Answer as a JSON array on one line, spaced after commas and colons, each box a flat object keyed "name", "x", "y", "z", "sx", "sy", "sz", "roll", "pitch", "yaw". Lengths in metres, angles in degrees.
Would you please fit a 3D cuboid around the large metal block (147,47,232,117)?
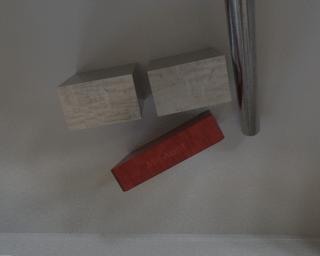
[{"name": "large metal block", "x": 0.031, "y": -0.057, "z": 0.361, "sx": 0.080, "sy": 0.080, "sz": 0.050, "roll": -12, "pitch": 110, "yaw": 4}]

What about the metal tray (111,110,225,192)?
[{"name": "metal tray", "x": 0.012, "y": 0.024, "z": 0.383, "sx": 0.130, "sy": 0.090, "sz": 0.030, "roll": -29, "pitch": 93, "yaw": 10}]

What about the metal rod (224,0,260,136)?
[{"name": "metal rod", "x": 0.080, "y": -0.081, "z": 0.298, "sx": 0.025, "sy": 0.025, "sz": 0.299, "roll": -19, "pitch": 143, "yaw": 6}]

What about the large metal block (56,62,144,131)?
[{"name": "large metal block", "x": -0.064, "y": -0.040, "z": 0.366, "sx": 0.080, "sy": 0.080, "sz": 0.050, "roll": -10, "pitch": 110, "yaw": 3}]
